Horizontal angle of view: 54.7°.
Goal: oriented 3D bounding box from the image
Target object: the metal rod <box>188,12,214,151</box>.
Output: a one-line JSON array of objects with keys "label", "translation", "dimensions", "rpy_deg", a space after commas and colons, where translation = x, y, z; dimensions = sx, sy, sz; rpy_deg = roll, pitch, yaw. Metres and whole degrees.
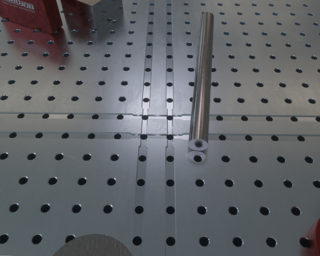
[{"label": "metal rod", "translation": [0.068, -0.092, 0.485], "dimensions": [0.025, 0.025, 0.300], "rpy_deg": [6, 50, 5]}]

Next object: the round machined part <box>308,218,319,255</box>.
[{"label": "round machined part", "translation": [0.201, 0.119, 0.298], "dimensions": [0.099, 0.042, 0.098], "rpy_deg": [0, 50, 0]}]

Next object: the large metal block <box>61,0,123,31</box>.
[{"label": "large metal block", "translation": [-0.129, -0.238, 0.590], "dimensions": [0.080, 0.050, 0.080], "rpy_deg": [27, 55, 20]}]

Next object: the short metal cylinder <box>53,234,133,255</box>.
[{"label": "short metal cylinder", "translation": [-0.058, 0.142, 0.272], "dimensions": [0.081, 0.050, 0.080], "rpy_deg": [0, 50, 0]}]

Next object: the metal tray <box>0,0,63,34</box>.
[{"label": "metal tray", "translation": [-0.245, -0.230, 0.556], "dimensions": [0.130, 0.089, 0.030], "rpy_deg": [21, 53, 17]}]
